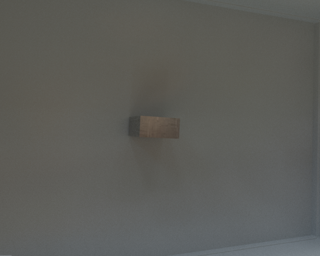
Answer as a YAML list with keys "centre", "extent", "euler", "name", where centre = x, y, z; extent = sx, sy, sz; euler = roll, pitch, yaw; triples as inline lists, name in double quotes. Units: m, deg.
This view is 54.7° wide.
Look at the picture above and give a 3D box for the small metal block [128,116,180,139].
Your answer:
- centre: [-0.008, -0.001, 0.391]
  extent: [0.050, 0.050, 0.025]
  euler: [3, 89, -20]
  name: "small metal block"
